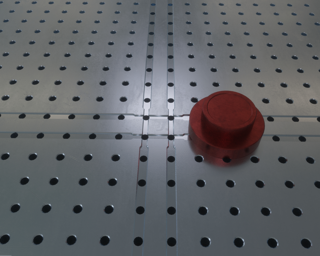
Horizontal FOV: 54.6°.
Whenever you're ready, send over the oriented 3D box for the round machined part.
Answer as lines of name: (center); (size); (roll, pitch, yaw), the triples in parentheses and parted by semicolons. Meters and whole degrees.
round machined part: (0.088, -0.011, 0.407); (0.099, 0.042, 0.098); (0, 50, 0)
